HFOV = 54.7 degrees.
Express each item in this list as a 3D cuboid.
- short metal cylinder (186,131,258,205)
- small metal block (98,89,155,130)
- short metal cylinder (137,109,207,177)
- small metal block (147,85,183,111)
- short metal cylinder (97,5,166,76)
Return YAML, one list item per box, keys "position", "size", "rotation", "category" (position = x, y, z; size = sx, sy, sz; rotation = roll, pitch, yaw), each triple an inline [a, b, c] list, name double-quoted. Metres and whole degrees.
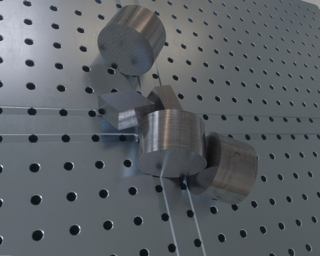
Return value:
- position: [0.074, 0.049, 0.383]
  size: [0.050, 0.080, 0.080]
  rotation: [19, 55, -18]
  category: "short metal cylinder"
- position: [-0.042, -0.024, 0.385]
  size: [0.050, 0.025, 0.050]
  rotation: [-16, 35, -34]
  category: "small metal block"
- position: [0.014, 0.021, 0.367]
  size: [0.081, 0.080, 0.050]
  rotation: [14, 57, -21]
  category: "short metal cylinder"
- position: [0.003, -0.021, 0.406]
  size: [0.025, 0.050, 0.050]
  rotation: [-13, 69, -34]
  category: "small metal block"
- position: [-0.038, -0.119, 0.425]
  size: [0.080, 0.080, 0.050]
  rotation: [31, 52, -9]
  category: "short metal cylinder"
